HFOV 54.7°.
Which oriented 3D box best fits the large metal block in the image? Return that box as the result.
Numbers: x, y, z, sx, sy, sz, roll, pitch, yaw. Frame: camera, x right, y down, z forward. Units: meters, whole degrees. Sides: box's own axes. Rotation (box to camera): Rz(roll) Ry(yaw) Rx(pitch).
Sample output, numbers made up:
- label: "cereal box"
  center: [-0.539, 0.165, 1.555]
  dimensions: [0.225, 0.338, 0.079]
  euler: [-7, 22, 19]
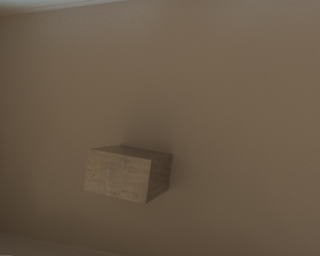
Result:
- label: "large metal block"
  center: [-0.037, 0.054, 0.393]
  dimensions: [0.080, 0.080, 0.050]
  euler: [8, 93, 19]
